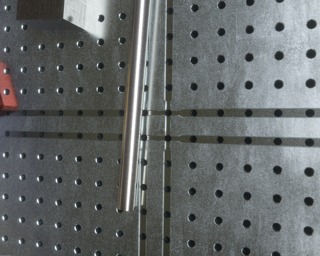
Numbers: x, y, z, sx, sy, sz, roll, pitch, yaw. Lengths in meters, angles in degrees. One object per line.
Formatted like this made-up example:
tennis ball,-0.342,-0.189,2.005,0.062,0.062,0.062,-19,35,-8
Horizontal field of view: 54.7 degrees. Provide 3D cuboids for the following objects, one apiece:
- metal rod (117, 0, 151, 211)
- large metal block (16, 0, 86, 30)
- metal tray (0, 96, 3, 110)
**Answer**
metal rod,-0.035,-0.038,0.423,0.025,0.025,0.298,5,92,19
large metal block,-0.157,-0.191,0.453,0.080,0.050,0.079,5,92,19
metal tray,-0.336,-0.055,0.525,0.130,0.030,0.090,-19,84,18
